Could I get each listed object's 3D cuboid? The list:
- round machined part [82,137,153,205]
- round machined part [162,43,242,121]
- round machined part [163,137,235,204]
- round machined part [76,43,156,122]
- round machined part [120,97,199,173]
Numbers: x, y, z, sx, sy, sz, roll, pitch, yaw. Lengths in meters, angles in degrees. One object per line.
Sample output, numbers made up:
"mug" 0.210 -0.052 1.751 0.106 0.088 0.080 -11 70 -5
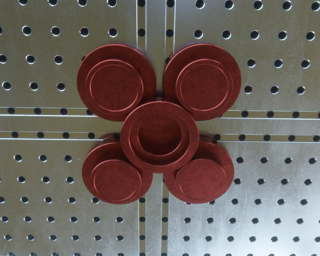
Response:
"round machined part" -0.059 0.065 0.428 0.099 0.042 0.097 0 110 -1
"round machined part" 0.052 -0.054 0.384 0.099 0.042 0.097 0 110 -1
"round machined part" 0.054 0.064 0.428 0.099 0.042 0.097 0 110 -1
"round machined part" -0.054 -0.053 0.383 0.099 0.042 0.097 0 110 -1
"round machined part" 0.000 0.006 0.405 0.099 0.042 0.097 0 110 -1
